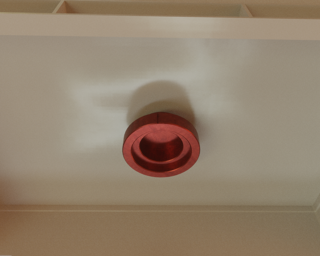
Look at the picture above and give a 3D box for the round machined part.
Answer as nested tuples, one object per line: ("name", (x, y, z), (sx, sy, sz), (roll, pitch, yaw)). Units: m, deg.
("round machined part", (0.002, 0.017, 0.408), (0.099, 0.042, 0.097), (-1, 130, 0))
